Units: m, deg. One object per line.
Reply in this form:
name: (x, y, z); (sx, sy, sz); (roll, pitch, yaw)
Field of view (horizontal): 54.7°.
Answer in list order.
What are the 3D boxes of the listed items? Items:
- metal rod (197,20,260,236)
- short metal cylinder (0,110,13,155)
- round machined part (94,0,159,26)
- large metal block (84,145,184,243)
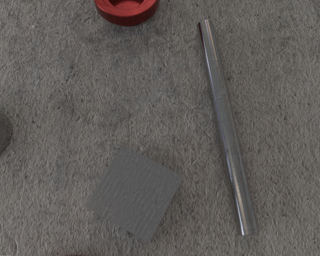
metal rod: (0.086, -0.015, 0.414); (0.025, 0.025, 0.299); (-7, 70, -3)
short metal cylinder: (-0.239, 0.001, 0.393); (0.081, 0.050, 0.080); (0, 70, 0)
round machined part: (-0.049, -0.195, 0.470); (0.099, 0.042, 0.098); (0, 70, 0)
large metal block: (-0.028, 0.078, 0.366); (0.080, 0.050, 0.080); (27, 72, 9)
